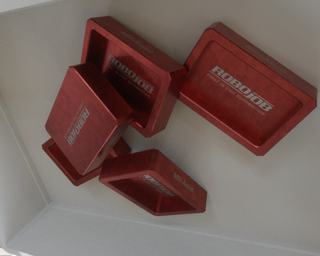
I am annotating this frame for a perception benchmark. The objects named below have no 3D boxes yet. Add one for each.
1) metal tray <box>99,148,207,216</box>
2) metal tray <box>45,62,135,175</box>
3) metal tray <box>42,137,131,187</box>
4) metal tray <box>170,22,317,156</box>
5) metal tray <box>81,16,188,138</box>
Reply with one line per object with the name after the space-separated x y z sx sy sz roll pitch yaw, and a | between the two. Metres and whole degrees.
-0.006 0.079 0.419 0.090 0.030 0.130 -15 138 33 | metal tray
-0.095 -0.008 0.394 0.090 0.030 0.129 50 133 10 | metal tray
-0.118 0.033 0.485 0.130 0.030 0.090 -30 103 37 | metal tray
0.086 -0.039 0.335 0.130 0.030 0.089 36 129 3 | metal tray
-0.039 -0.061 0.364 0.130 0.030 0.089 39 131 21 | metal tray
